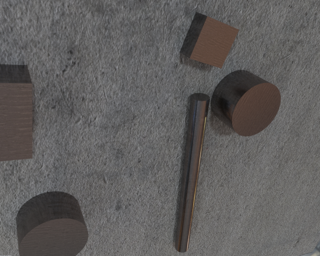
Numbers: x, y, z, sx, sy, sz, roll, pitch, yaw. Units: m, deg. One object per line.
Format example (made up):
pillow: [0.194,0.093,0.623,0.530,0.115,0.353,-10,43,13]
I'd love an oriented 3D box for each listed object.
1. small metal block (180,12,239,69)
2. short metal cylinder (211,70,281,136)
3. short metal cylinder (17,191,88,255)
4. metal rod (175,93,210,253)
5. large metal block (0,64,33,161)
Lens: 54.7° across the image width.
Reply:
small metal block: [0.059,-0.105,0.374,0.050,0.025,0.050,9,114,-32]
short metal cylinder: [0.120,-0.035,0.434,0.081,0.050,0.079,-14,124,-21]
short metal cylinder: [-0.138,0.128,0.395,0.081,0.050,0.079,-14,124,-21]
metal rod: [0.046,0.087,0.485,0.025,0.025,0.298,-11,123,-23]
large metal block: [-0.166,-0.014,0.291,0.081,0.050,0.079,-3,120,-27]
